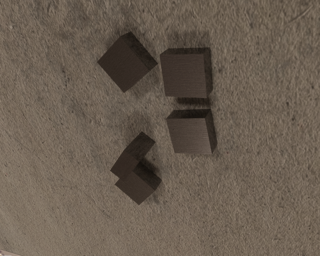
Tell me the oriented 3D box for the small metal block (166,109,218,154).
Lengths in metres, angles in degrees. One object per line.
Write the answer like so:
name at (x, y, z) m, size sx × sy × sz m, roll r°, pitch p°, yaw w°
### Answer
small metal block at (0.040, 0.005, 0.387) m, size 0.050 × 0.025 × 0.050 m, roll -1°, pitch 118°, yaw 28°

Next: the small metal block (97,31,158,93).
small metal block at (-0.040, -0.079, 0.377) m, size 0.050 × 0.025 × 0.050 m, roll 49°, pitch 128°, yaw -7°

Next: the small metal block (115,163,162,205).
small metal block at (-0.034, 0.083, 0.474) m, size 0.050 × 0.025 × 0.050 m, roll 41°, pitch 129°, yaw 0°

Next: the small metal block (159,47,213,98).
small metal block at (0.031, -0.063, 0.351) m, size 0.050 × 0.025 × 0.050 m, roll 5°, pitch 121°, yaw 25°

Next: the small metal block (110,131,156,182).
small metal block at (-0.038, 0.040, 0.433) m, size 0.025 × 0.050 × 0.050 m, roll 38°, pitch 129°, yaw 2°
